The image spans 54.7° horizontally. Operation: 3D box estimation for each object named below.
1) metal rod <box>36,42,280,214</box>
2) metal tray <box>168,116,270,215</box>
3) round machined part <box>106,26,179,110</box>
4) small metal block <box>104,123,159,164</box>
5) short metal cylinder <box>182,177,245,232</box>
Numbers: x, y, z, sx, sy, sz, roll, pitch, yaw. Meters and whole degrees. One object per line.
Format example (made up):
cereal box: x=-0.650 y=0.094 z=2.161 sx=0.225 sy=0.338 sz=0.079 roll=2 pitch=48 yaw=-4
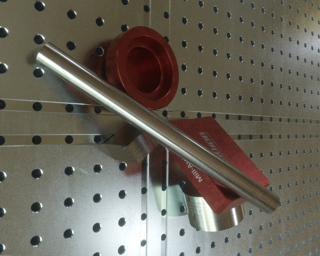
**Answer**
metal rod: x=0.006 y=0.006 z=0.336 sx=0.301 sy=0.025 sz=0.025 roll=34 pitch=67 yaw=-9
metal tray: x=0.072 y=0.043 z=0.415 sx=0.091 sy=0.130 sz=0.030 roll=-9 pitch=141 yaw=-40
round machined part: x=-0.025 y=-0.068 z=0.373 sx=0.099 sy=0.042 sz=0.097 roll=7 pitch=80 yaw=-45
small metal block: x=-0.030 y=0.014 z=0.370 sx=0.050 sy=0.050 sz=0.025 roll=-44 pitch=117 yaw=-31
short metal cylinder: x=0.076 y=0.102 z=0.440 sx=0.081 sy=0.080 sz=0.050 roll=-22 pitch=104 yaw=-38
